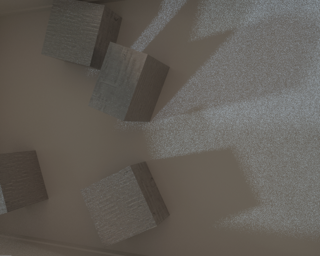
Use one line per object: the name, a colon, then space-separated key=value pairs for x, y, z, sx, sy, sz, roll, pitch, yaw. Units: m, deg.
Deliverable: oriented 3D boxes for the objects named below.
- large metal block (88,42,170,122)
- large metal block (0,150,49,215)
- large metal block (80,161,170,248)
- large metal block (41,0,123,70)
large metal block: x=-0.036 y=-0.054 z=0.393 sx=0.050 sy=0.080 sz=0.080 roll=23 pitch=98 yaw=18
large metal block: x=-0.222 y=0.081 z=0.457 sx=0.050 sy=0.080 sz=0.080 roll=-19 pitch=84 yaw=19
large metal block: x=-0.046 y=0.100 z=0.412 sx=0.080 sy=0.050 sz=0.080 roll=-28 pitch=81 yaw=17
large metal block: x=-0.109 y=-0.129 z=0.434 sx=0.080 sy=0.050 sz=0.079 roll=17 pitch=96 yaw=19
